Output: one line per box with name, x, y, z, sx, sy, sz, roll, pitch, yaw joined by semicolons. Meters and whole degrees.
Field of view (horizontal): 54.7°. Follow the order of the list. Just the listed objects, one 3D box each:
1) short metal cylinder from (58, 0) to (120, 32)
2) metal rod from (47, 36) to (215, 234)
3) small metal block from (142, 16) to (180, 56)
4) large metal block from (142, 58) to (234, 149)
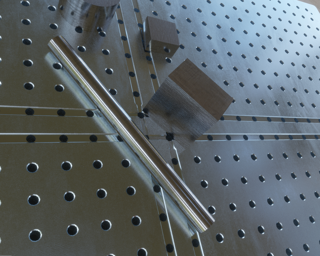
short metal cylinder;-0.103;-0.188;0.453;0.081;0.050;0.080;14;56;-21
metal rod;-0.040;0.003;0.385;0.025;0.025;0.300;-35;81;-38
small metal block;0.001;-0.148;0.501;0.050;0.025;0.050;6;59;-26
large metal block;0.035;-0.030;0.412;0.080;0.080;0.050;42;51;0
